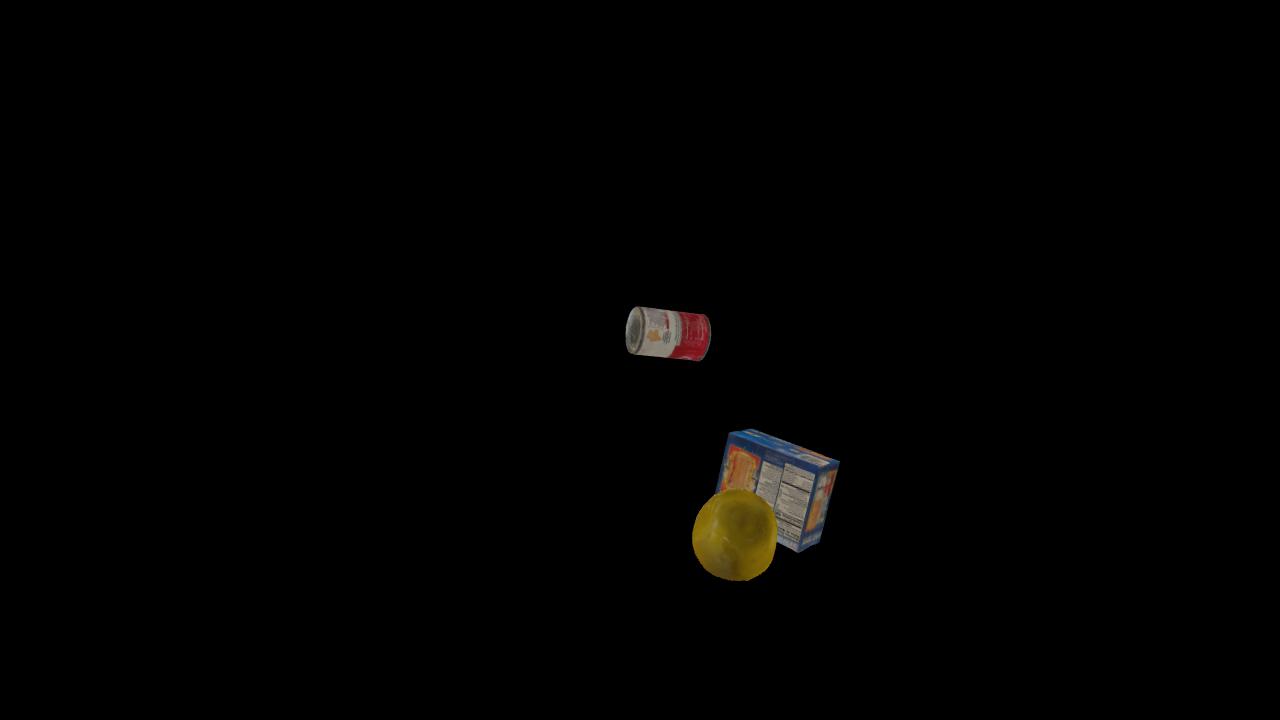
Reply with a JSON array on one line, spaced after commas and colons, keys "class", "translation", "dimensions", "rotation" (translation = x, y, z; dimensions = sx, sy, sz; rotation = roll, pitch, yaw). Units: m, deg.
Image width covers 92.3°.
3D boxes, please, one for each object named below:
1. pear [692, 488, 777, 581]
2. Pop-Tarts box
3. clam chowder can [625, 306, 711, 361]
[{"class": "pear", "translation": [0.082, 0.168, 0.564], "dimensions": [0.080, 0.080, 0.111], "rotation": [0, -38, -7]}, {"class": "Pop-Tarts box", "translation": [0.218, 0.205, 0.999], "dimensions": [0.167, 0.141, 0.083], "rotation": [18, 10, 41]}, {"class": "clam chowder can", "translation": [0.038, -0.036, 0.850], "dimensions": [0.102, 0.068, 0.068], "rotation": [6, -2, -21]}]
